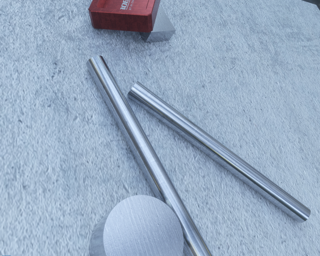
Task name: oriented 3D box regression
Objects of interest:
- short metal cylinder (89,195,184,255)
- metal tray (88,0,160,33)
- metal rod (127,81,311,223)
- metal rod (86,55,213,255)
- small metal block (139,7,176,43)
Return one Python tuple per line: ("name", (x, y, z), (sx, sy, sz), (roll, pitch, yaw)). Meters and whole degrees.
("short metal cylinder", (-0.024, 0.113, 0.307), (0.081, 0.050, 0.080), (14, 56, -21))
("metal tray", (-0.047, -0.202, 0.476), (0.090, 0.030, 0.130), (6, 55, 6))
("metal rod", (0.084, 0.035, 0.429), (0.301, 0.025, 0.025), (36, 51, -4))
("metal rod", (-0.015, 0.037, 0.374), (0.025, 0.025, 0.299), (-19, 72, -36))
("small metal block", (-0.010, -0.167, 0.502), (0.050, 0.025, 0.050), (-18, 71, -35))
